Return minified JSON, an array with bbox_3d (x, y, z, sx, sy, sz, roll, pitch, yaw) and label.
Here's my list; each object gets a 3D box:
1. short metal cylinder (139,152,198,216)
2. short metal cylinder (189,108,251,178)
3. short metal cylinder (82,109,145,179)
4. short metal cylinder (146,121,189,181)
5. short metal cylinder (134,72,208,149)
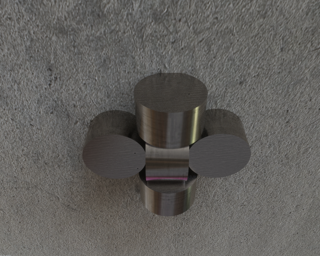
[{"bbox_3d":[0.011,0.077,0.439,0.081,0.080,0.050,0,130,0],"label":"short metal cylinder"},{"bbox_3d":[0.074,0.021,0.410,0.080,0.050,0.079,0,131,0],"label":"short metal cylinder"},{"bbox_3d":[-0.058,0.022,0.410,0.081,0.050,0.079,-1,130,-1],"label":"short metal cylinder"},{"bbox_3d":[0.008,0.028,0.397,0.050,0.080,0.079,0,130,0],"label":"short metal cylinder"},{"bbox_3d":[0.012,-0.022,0.354,0.081,0.080,0.050,0,130,0],"label":"short metal cylinder"}]
